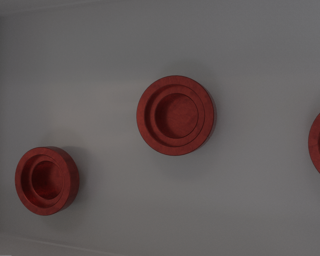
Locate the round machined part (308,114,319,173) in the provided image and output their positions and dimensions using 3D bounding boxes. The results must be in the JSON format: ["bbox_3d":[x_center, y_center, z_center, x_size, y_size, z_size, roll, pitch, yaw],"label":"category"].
[{"bbox_3d":[0.209,0.016,0.313,0.098,0.042,0.097,-7,80,48],"label":"round machined part"}]

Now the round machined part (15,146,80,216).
[{"bbox_3d":[-0.160,0.075,0.458,0.098,0.042,0.097,0,90,20],"label":"round machined part"}]

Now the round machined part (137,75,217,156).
[{"bbox_3d":[0.024,-0.015,0.393,0.098,0.042,0.097,0,90,20],"label":"round machined part"}]
